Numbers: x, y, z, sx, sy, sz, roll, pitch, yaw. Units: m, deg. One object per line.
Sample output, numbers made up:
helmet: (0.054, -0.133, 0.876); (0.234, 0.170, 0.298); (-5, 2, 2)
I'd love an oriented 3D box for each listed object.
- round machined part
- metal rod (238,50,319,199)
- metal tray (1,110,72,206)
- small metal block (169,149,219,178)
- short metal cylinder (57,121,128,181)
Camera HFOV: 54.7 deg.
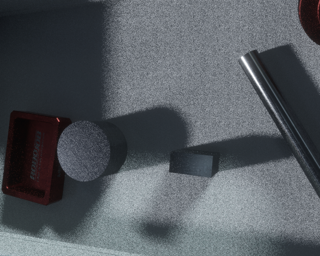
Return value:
round machined part: (0.195, -0.126, 0.313); (0.098, 0.042, 0.097); (8, 119, 15)
metal rod: (0.174, 0.044, 0.349); (0.025, 0.025, 0.299); (-31, 80, 17)
metal tray: (-0.189, 0.043, 0.472); (0.090, 0.030, 0.129); (9, 93, 19)
small metal block: (0.044, 0.042, 0.381); (0.050, 0.050, 0.025); (5, 92, 19)
short metal cylinder: (-0.092, 0.030, 0.429); (0.080, 0.050, 0.079); (0, 90, 19)
